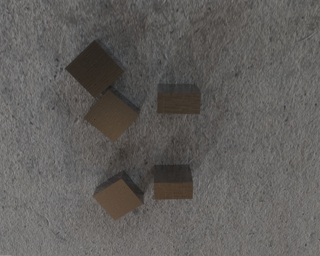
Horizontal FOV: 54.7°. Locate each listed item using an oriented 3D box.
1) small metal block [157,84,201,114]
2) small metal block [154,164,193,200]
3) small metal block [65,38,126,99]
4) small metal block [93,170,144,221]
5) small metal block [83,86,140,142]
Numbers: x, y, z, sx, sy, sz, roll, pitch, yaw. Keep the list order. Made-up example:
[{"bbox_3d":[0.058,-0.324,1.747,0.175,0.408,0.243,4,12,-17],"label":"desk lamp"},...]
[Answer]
[{"bbox_3d":[0.022,-0.037,0.383,0.050,0.050,0.025,1,110,-1],"label":"small metal block"},{"bbox_3d":[0.017,0.073,0.423,0.050,0.050,0.025,-1,110,0],"label":"small metal block"},{"bbox_3d":[-0.078,-0.073,0.382,0.050,0.025,0.050,-40,106,13],"label":"small metal block"},{"bbox_3d":[-0.059,0.097,0.445,0.050,0.025,0.050,-33,107,11],"label":"small metal block"},{"bbox_3d":[-0.061,-0.018,0.402,0.050,0.025,0.050,40,105,-14],"label":"small metal block"}]
